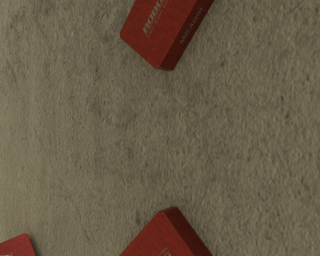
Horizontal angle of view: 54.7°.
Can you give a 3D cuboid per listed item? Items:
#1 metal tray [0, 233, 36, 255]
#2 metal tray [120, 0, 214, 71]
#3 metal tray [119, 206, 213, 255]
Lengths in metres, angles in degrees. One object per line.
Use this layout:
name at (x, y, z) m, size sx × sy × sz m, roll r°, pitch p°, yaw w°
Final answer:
metal tray at (-0.274, 0.277, 0.581) m, size 0.130 × 0.091 × 0.030 m, roll 55°, pitch 143°, yaw 25°
metal tray at (0.010, -0.150, 0.392) m, size 0.090 × 0.030 × 0.129 m, roll 46°, pitch 117°, yaw 30°
metal tray at (0.001, 0.176, 0.399) m, size 0.090 × 0.030 × 0.129 m, roll 51°, pitch 119°, yaw 27°
